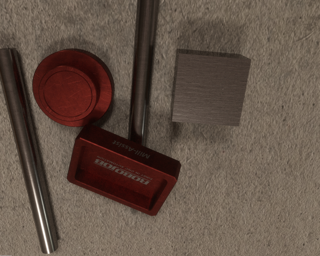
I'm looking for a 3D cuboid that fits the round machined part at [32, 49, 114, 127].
[{"bbox_3d":[-0.108,-0.046,0.382,0.099,0.042,0.097,0,110,-1],"label":"round machined part"}]

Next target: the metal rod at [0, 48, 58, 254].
[{"bbox_3d":[-0.178,0.045,0.423,0.025,0.025,0.298,-3,110,1],"label":"metal rod"}]

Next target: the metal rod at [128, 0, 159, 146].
[{"bbox_3d":[-0.019,-0.090,0.376,0.025,0.025,0.298,5,110,-2],"label":"metal rod"}]

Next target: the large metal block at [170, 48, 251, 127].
[{"bbox_3d":[0.058,-0.051,0.379,0.081,0.050,0.079,4,110,-2],"label":"large metal block"}]

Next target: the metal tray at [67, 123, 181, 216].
[{"bbox_3d":[-0.049,0.057,0.403,0.131,0.030,0.089,23,130,-2],"label":"metal tray"}]
